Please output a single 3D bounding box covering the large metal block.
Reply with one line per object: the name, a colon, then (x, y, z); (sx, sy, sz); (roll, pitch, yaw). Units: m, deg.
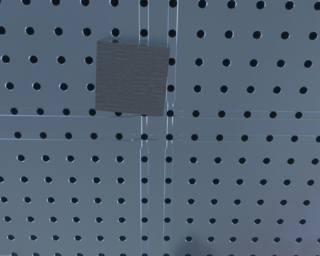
large metal block: (-0.033, -0.063, 0.377); (0.080, 0.050, 0.079); (5, 110, -2)
